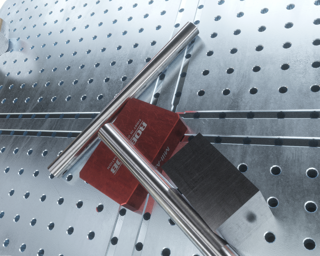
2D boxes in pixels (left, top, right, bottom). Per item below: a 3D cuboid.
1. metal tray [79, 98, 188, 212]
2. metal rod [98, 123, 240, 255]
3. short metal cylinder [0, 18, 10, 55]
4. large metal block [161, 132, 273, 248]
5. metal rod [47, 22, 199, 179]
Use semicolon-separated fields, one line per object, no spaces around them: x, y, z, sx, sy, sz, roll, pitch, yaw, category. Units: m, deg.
-0.035;0.030;0.405;0.090;0.030;0.130;23;74;36;metal tray
0.028;0.091;0.312;0.025;0.025;0.300;-45;59;-3;metal rod
-0.389;-0.211;0.707;0.080;0.080;0.050;-25;53;13;short metal cylinder
0.057;0.062;0.305;0.050;0.080;0.080;-42;51;0;large metal block
-0.051;-0.044;0.462;0.300;0.025;0.025;-47;51;-5;metal rod
